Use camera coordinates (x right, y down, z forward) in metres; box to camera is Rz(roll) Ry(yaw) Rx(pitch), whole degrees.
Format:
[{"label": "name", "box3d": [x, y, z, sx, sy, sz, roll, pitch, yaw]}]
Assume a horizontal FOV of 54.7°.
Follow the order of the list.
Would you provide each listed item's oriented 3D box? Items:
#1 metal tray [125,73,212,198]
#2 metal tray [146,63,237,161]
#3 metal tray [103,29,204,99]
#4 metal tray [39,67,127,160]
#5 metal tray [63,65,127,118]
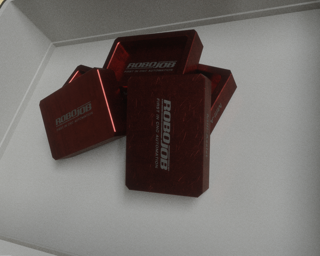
[{"label": "metal tray", "box3d": [0.009, 0.007, 0.349, 0.090, 0.030, 0.129, 2, 91, 22]}, {"label": "metal tray", "box3d": [0.029, -0.023, 0.398, 0.090, 0.030, 0.130, 21, 73, 35]}, {"label": "metal tray", "box3d": [-0.015, -0.084, 0.420, 0.130, 0.030, 0.090, 4, 63, 29]}, {"label": "metal tray", "box3d": [-0.106, -0.016, 0.420, 0.130, 0.030, 0.090, -21, 82, 34]}, {"label": "metal tray", "box3d": [-0.102, -0.043, 0.476, 0.130, 0.030, 0.090, 21, 73, 35]}]
